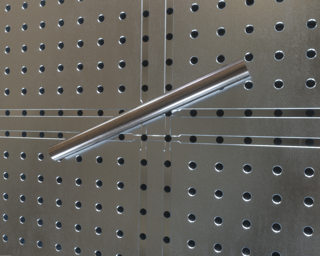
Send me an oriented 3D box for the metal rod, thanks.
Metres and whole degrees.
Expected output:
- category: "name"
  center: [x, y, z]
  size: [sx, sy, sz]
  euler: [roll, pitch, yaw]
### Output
- category: "metal rod"
  center: [-0.027, -0.018, 0.421]
  size: [0.300, 0.025, 0.025]
  euler: [-23, 83, 18]
